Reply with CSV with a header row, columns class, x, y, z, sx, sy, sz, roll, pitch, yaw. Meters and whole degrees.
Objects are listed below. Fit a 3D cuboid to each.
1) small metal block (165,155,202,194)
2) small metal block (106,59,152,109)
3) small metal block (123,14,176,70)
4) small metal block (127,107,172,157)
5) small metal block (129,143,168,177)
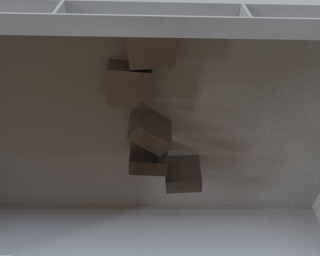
class,x,y,z,sx,sy,sz,roll,pitch,yaw
small metal block,0.033,0.067,0.450,0.050,0.050,0.025,-3,130,2
small metal block,-0.036,-0.051,0.365,0.050,0.025,0.050,4,130,-4
small metal block,-0.010,-0.091,0.331,0.050,0.025,0.050,-3,130,2
small metal block,-0.013,0.002,0.394,0.050,0.050,0.025,30,124,-24
small metal block,-0.016,0.038,0.425,0.050,0.050,0.025,4,130,-4
